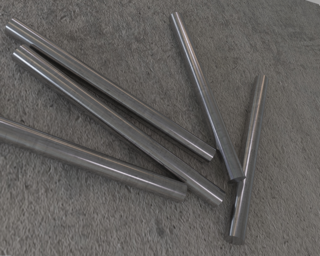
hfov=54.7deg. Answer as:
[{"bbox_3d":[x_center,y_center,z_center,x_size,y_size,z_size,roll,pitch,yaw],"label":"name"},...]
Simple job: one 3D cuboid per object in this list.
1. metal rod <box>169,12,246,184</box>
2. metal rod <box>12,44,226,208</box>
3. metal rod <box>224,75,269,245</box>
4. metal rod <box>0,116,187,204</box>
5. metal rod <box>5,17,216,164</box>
[{"bbox_3d":[0.063,-0.061,0.466,0.025,0.025,0.299,0,59,-28],"label":"metal rod"},{"bbox_3d":[-0.046,0.000,0.378,0.301,0.025,0.025,37,51,-4],"label":"metal rod"},{"bbox_3d":[0.135,0.024,0.460,0.025,0.025,0.300,30,52,-9],"label":"metal rod"},{"bbox_3d":[-0.109,0.023,0.331,0.302,0.025,0.025,22,54,-15],"label":"metal rod"},{"bbox_3d":[-0.058,-0.044,0.398,0.301,0.025,0.025,33,51,-7],"label":"metal rod"}]
